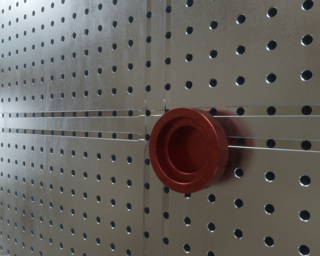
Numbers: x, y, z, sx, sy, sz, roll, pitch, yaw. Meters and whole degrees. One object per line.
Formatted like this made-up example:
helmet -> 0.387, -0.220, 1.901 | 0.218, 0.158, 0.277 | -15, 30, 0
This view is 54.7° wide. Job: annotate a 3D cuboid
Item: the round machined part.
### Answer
round machined part -> 0.037, 0.025, 0.366 | 0.098, 0.042, 0.097 | 0, 90, 39
